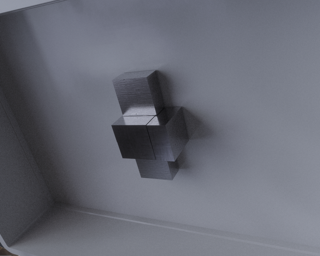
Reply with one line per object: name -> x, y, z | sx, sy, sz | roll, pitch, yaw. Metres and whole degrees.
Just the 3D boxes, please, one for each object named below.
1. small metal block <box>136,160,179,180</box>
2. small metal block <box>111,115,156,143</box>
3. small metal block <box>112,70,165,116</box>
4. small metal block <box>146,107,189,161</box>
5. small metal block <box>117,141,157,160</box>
small metal block -> -0.006, 0.044, 0.437 | 0.050, 0.025, 0.050 | 0, 119, 28
small metal block -> -0.026, -0.005, 0.401 | 0.050, 0.050, 0.025 | 0, 118, 28
small metal block -> -0.027, -0.044, 0.394 | 0.050, 0.025, 0.050 | 0, 119, 28
small metal block -> 0.011, 0.007, 0.388 | 0.025, 0.050, 0.050 | 0, 118, 28
small metal block -> -0.020, 0.017, 0.411 | 0.050, 0.050, 0.025 | 0, 118, 28
